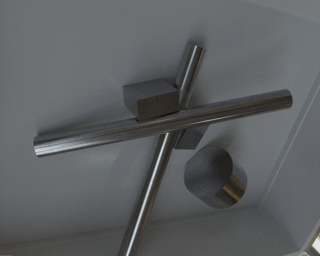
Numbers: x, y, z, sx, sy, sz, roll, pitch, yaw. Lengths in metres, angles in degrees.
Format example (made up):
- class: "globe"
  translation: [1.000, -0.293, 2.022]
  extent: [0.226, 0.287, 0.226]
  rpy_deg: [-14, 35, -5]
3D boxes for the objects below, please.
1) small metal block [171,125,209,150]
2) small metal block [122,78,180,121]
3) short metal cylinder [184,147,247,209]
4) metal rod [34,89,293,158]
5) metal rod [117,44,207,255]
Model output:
- class: "small metal block"
  translation: [0.038, 0.002, 0.423]
  extent: [0.050, 0.025, 0.050]
  rpy_deg: [7, 117, -53]
- class: "small metal block"
  translation: [-0.011, -0.035, 0.365]
  extent: [0.050, 0.050, 0.025]
  rpy_deg: [-15, 120, -20]
- class: "short metal cylinder"
  translation: [0.084, 0.075, 0.467]
  extent: [0.080, 0.080, 0.050]
  rpy_deg: [-46, 130, 3]
- class: "metal rod"
  translation: [0.009, -0.007, 0.365]
  extent: [0.302, 0.025, 0.025]
  rpy_deg: [-11, 125, -6]
- class: "metal rod"
  translation: [-0.001, 0.041, 0.403]
  extent: [0.025, 0.025, 0.298]
  rpy_deg: [11, 103, -33]
